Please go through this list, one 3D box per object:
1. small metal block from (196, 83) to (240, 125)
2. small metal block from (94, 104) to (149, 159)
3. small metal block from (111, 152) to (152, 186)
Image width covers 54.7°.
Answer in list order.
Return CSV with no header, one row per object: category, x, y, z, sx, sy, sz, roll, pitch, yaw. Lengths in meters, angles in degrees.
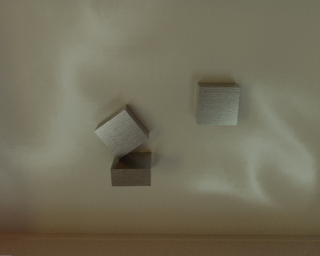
small metal block,0.073,-0.031,0.400,0.050,0.025,0.050,0,110,0
small metal block,-0.050,0.005,0.413,0.050,0.025,0.050,-34,107,11
small metal block,-0.037,0.055,0.418,0.050,0.050,0.025,-1,110,0
